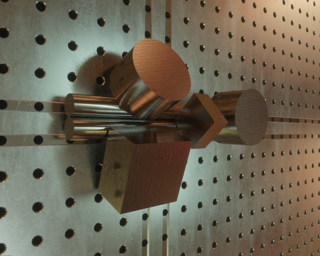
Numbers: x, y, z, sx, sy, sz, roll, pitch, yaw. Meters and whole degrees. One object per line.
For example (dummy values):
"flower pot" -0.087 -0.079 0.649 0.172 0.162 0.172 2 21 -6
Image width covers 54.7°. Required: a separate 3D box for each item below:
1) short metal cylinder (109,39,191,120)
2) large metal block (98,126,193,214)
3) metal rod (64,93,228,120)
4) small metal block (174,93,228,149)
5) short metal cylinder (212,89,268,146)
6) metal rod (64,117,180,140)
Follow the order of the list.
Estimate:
"short metal cylinder" -0.011 -0.056 0.361 0.080 0.050 0.080 21 54 -31
"large metal block" -0.017 0.044 0.356 0.081 0.050 0.079 -1 111 -40
"metal rod" 0.020 -0.023 0.422 0.302 0.025 0.025 1 90 -40
"small metal block" 0.051 -0.009 0.394 0.025 0.050 0.050 1 47 -40
"short metal cylinder" 0.113 -0.015 0.451 0.081 0.050 0.079 0 90 -40
"metal rod" 0.020 0.002 0.422 0.302 0.025 0.025 1 90 -40
